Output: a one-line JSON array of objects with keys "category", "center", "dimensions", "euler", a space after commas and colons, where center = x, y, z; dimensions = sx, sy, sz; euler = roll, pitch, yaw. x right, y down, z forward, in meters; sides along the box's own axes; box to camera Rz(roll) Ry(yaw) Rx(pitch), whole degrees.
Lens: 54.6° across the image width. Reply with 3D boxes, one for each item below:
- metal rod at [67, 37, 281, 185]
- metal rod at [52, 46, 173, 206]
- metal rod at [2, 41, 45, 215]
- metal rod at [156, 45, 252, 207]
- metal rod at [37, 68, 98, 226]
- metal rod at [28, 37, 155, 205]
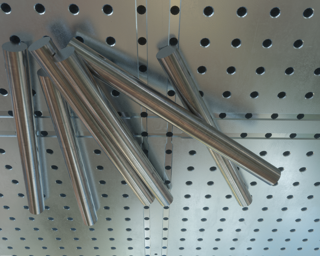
[{"category": "metal rod", "center": [0.025, -0.012, 0.372], "dimensions": [0.301, 0.025, 0.025], "euler": [31, 124, -14]}, {"category": "metal rod", "center": [-0.043, 0.022, 0.410], "dimensions": [0.025, 0.025, 0.299], "euler": [-16, 134, 13]}, {"category": "metal rod", "center": [-0.183, 0.024, 0.430], "dimensions": [0.025, 0.025, 0.298], "euler": [7, 130, -6]}, {"category": "metal rod", "center": [0.074, 0.018, 0.427], "dimensions": [0.025, 0.025, 0.300], "euler": [-21, 127, 17]}, {"category": "metal rod", "center": [-0.125, 0.048, 0.451], "dimensions": [0.025, 0.025, 0.298], "euler": [-1, 130, 0]}, {"category": "metal rod", "center": [-0.071, 0.015, 0.412], "dimensions": [0.025, 0.025, 0.299], "euler": [-16, 132, 13]}]
